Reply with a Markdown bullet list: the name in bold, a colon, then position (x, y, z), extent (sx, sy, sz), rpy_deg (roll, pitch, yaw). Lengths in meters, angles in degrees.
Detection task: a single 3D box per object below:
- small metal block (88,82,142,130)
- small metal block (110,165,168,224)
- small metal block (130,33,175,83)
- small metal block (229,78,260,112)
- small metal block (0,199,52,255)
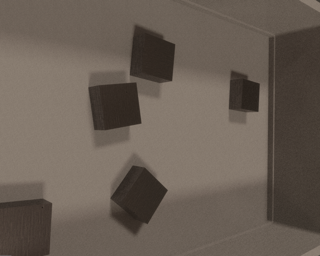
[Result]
- **small metal block**: position (-0.052, -0.026, 0.364), extent (0.050, 0.025, 0.050), rpy_deg (-12, 98, -40)
- **small metal block**: position (-0.025, 0.083, 0.388), extent (0.050, 0.025, 0.050), rpy_deg (49, 61, -29)
- **small metal block**: position (-0.009, -0.089, 0.401), extent (0.050, 0.025, 0.050), rpy_deg (8, 85, -40)
- **small metal block**: position (0.145, -0.055, 0.531), extent (0.050, 0.025, 0.050), rpy_deg (6, 86, -40)
- **small metal block**: position (-0.134, 0.097, 0.296), extent (0.050, 0.025, 0.050), rpy_deg (4, 88, -40)
